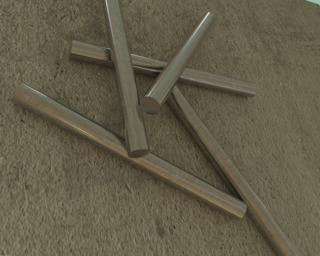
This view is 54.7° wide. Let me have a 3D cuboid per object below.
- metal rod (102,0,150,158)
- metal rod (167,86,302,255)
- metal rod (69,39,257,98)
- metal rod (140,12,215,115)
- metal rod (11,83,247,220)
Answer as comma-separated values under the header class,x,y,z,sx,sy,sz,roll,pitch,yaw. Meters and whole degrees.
class,x,y,z,sx,sy,sz,roll,pitch,yaw
metal rod,-0.053,-0.103,0.404,0.025,0.025,0.299,2,61,-28
metal rod,0.092,0.058,0.417,0.025,0.025,0.299,-27,77,-37
metal rod,0.020,-0.084,0.465,0.302,0.025,0.025,8,58,-24
metal rod,0.039,-0.114,0.466,0.025,0.025,0.301,35,42,-5
metal rod,-0.027,0.033,0.368,0.301,0.025,0.025,29,52,-10
